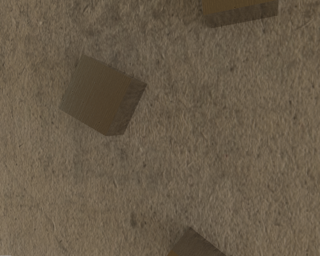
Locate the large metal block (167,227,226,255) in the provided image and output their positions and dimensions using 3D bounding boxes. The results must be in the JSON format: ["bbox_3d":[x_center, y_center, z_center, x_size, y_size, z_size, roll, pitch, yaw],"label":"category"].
[{"bbox_3d":[0.044,0.173,0.364,0.080,0.080,0.050,36,101,16],"label":"large metal block"}]

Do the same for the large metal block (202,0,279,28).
[{"bbox_3d":[0.092,-0.171,0.363,0.080,0.050,0.080,-5,88,19],"label":"large metal block"}]

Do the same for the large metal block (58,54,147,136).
[{"bbox_3d":[-0.077,-0.043,0.422,0.080,0.050,0.080,29,99,17],"label":"large metal block"}]
